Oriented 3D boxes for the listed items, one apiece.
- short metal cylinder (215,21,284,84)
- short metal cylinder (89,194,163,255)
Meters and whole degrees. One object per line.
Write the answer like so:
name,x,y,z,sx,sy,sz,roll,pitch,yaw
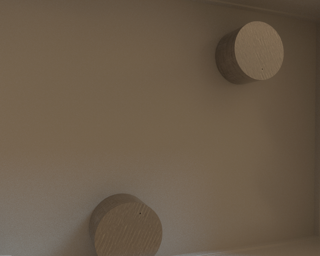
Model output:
short metal cylinder,0.127,-0.105,0.444,0.081,0.050,0.080,0,90,-20
short metal cylinder,-0.043,0.126,0.381,0.081,0.050,0.080,0,90,-20
